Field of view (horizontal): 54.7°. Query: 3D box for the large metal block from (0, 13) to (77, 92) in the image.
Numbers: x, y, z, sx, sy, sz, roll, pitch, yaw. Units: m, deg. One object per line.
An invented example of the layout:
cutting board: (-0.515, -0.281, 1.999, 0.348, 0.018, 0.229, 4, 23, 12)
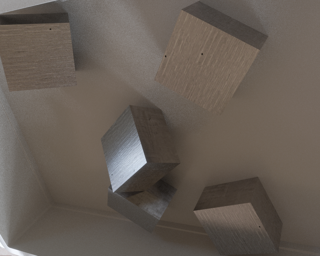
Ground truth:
large metal block: (-0.151, -0.096, 0.387, 0.081, 0.050, 0.079, -7, 124, -15)

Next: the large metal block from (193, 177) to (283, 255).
large metal block: (0.104, 0.118, 0.411, 0.080, 0.050, 0.080, -20, 108, 35)

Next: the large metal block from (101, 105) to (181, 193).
large metal block: (-0.029, 0.029, 0.400, 0.080, 0.050, 0.080, -45, 53, 39)

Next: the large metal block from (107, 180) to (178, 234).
large metal block: (-0.029, 0.103, 0.456, 0.080, 0.050, 0.080, 30, 149, 8)

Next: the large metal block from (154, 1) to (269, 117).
large metal block: (0.051, -0.072, 0.321, 0.080, 0.050, 0.079, 31, 128, 8)
